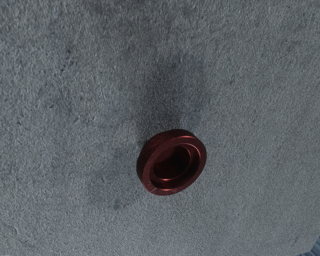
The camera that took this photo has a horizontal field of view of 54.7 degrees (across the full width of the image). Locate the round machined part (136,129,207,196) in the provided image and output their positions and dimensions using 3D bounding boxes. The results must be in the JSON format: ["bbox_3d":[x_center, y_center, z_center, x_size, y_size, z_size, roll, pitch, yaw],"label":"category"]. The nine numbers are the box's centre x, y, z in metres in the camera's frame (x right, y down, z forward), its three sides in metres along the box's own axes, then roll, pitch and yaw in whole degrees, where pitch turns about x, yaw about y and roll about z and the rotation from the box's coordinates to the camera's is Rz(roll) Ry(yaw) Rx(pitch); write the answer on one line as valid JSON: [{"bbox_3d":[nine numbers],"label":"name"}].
[{"bbox_3d":[0.012,0.043,0.432,0.099,0.042,0.097,-14,125,-21],"label":"round machined part"}]
